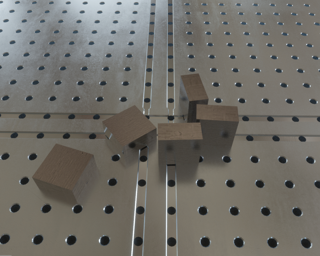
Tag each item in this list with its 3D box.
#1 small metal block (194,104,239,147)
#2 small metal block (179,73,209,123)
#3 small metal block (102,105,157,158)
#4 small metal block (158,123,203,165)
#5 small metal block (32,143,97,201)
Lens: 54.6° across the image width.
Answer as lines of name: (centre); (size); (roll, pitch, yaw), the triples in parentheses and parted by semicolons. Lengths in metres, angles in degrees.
small metal block: (0.069, -0.003, 0.394); (0.050, 0.050, 0.025); (3, 50, 3)
small metal block: (0.045, -0.038, 0.424); (0.025, 0.050, 0.050); (-8, 51, -6)
small metal block: (-0.039, 0.004, 0.405); (0.050, 0.025, 0.050); (-29, 56, -22)
small metal block: (0.023, 0.020, 0.375); (0.050, 0.050, 0.025); (-1, 50, -1)
small metal block: (-0.111, 0.051, 0.365); (0.050, 0.025, 0.050); (15, 52, 12)
